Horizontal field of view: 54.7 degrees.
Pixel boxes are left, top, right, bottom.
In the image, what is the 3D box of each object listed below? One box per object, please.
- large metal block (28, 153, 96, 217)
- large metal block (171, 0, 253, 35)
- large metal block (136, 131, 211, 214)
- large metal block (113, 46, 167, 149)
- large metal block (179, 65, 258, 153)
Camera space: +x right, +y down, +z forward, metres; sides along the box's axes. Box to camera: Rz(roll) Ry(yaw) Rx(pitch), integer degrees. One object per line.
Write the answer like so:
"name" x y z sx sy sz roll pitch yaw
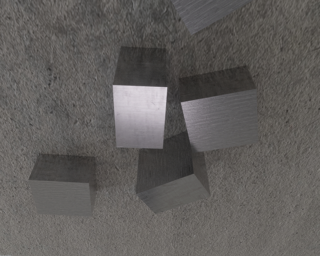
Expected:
"large metal block" -0.140 0.086 0.463 0.081 0.050 0.079 4 130 -4
"large metal block" 0.042 -0.143 0.269 0.080 0.050 0.080 -26 126 20
"large metal block" 0.017 0.059 0.422 0.080 0.080 0.050 -23 127 18
"large metal block" -0.020 -0.034 0.342 0.050 0.080 0.079 2 130 -2
"large metal block" 0.071 -0.021 0.373 0.080 0.050 0.080 -10 130 8
